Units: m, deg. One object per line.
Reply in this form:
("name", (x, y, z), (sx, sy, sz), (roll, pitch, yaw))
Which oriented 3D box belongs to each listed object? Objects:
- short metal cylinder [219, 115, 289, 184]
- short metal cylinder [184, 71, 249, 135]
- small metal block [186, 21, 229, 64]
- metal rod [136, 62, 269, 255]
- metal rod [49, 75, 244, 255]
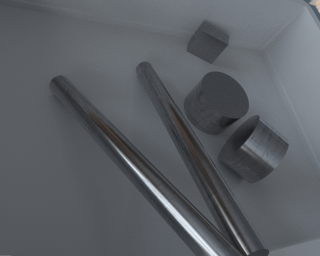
("short metal cylinder", (0.127, 0.029, 0.423), (0.050, 0.080, 0.080), (39, 51, -2))
("short metal cylinder", (0.083, -0.036, 0.459), (0.081, 0.050, 0.080), (14, 56, -21))
("small metal block", (0.080, -0.143, 0.522), (0.050, 0.050, 0.025), (24, 53, -14))
("metal rod", (0.024, 0.006, 0.340), (0.025, 0.025, 0.300), (5, 35, -26))
("metal rod", (-0.030, 0.029, 0.290), (0.025, 0.025, 0.300), (-19, 45, -36))
